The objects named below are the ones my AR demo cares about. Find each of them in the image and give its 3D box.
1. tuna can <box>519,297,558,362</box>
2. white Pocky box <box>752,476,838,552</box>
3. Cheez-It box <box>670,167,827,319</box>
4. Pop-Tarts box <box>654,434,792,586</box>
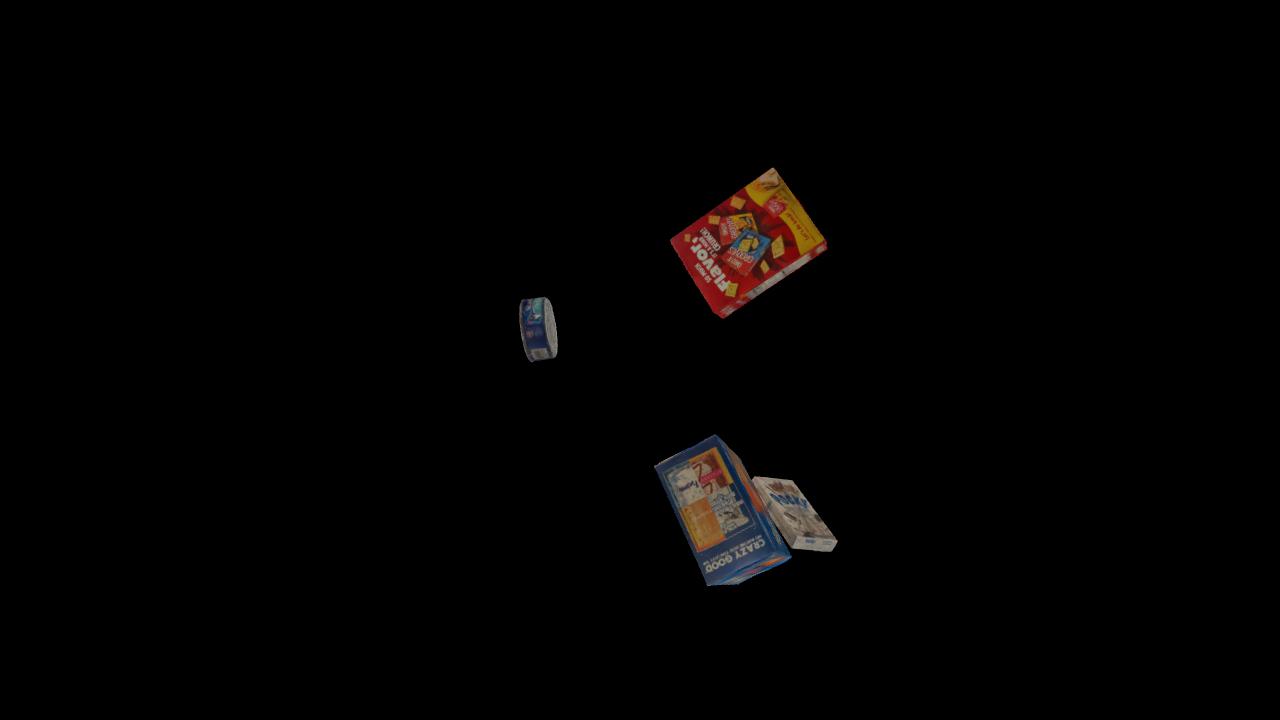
[{"bbox_3d":[-0.133,-0.041,0.815,0.034,0.084,0.084,-7,0,2],"label":"tuna can"},{"bbox_3d":[0.250,0.252,1.016,0.084,0.028,0.154,11,24,-22],"label":"white Pocky box"},{"bbox_3d":[0.189,-0.202,1.083,0.223,0.166,0.071,-34,-18,15],"label":"Cheez-It box"},{"bbox_3d":[0.102,0.181,0.722,0.083,0.141,0.167,-29,-26,9],"label":"Pop-Tarts box"}]
